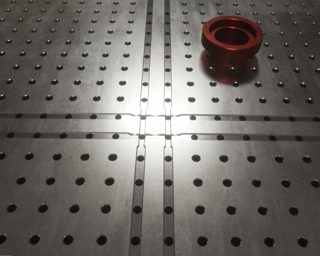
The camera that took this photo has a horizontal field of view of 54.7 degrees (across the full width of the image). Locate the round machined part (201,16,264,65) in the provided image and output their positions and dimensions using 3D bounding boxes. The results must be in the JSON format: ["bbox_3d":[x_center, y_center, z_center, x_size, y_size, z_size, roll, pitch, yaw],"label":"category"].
[{"bbox_3d":[0.118,-0.144,0.519,0.099,0.042,0.098,0,50,0],"label":"round machined part"}]
